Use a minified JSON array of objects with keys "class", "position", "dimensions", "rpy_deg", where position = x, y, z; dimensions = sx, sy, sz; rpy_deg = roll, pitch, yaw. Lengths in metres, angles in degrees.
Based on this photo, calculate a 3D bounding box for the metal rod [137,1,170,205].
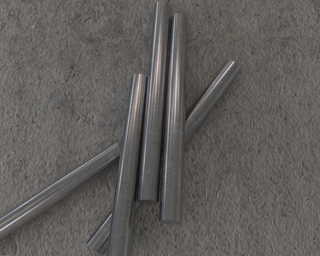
[{"class":"metal rod","position":[-0.005,-0.052,0.410],"dimensions":[0.025,0.025,0.299],"rpy_deg":[3,64,1]}]

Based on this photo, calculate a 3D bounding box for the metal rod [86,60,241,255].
[{"class":"metal rod","position":[0.015,0.026,0.398],"dimensions":[0.025,0.025,0.300],"rpy_deg":[35,73,12]}]

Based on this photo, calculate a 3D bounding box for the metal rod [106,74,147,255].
[{"class":"metal rod","position":[-0.038,0.064,0.359],"dimensions":[0.025,0.025,0.299],"rpy_deg":[4,62,1]}]

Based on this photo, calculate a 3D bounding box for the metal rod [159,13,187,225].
[{"class":"metal rod","position":[0.020,-0.032,0.398],"dimensions":[0.025,0.025,0.299],"rpy_deg":[3,62,1]}]

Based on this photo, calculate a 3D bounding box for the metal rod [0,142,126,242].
[{"class":"metal rod","position":[-0.173,0.109,0.366],"dimensions":[0.301,0.025,0.025],"rpy_deg":[-34,74,-12]}]
